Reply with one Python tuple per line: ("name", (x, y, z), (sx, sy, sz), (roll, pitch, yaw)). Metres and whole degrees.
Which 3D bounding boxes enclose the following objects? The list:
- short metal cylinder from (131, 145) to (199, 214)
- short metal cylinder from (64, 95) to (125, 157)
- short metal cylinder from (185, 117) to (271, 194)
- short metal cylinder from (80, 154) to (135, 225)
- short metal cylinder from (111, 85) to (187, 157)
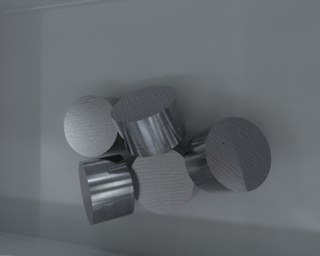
("short metal cylinder", (0.009, 0.062, 0.392), (0.080, 0.050, 0.079), (0, 90, 19))
("short metal cylinder", (-0.081, -0.003, 0.422), (0.080, 0.050, 0.079), (0, 90, 19))
("short metal cylinder", (0.075, 0.033, 0.347), (0.081, 0.050, 0.080), (5, 74, -19))
("short metal cylinder", (-0.070, 0.077, 0.396), (0.050, 0.080, 0.080), (-9, 86, -23))
("short metal cylinder", (-0.013, -0.010, 0.375), (0.080, 0.080, 0.050), (-8, 123, 19))
